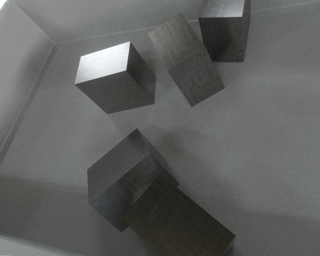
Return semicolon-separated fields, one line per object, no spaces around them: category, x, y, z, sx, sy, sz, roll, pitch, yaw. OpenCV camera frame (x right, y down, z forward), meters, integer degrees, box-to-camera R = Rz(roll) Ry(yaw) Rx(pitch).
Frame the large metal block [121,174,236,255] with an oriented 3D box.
large metal block;0.021;0.097;0.286;0.080;0.080;0.050;36;76;25

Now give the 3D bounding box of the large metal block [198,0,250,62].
large metal block;0.088;-0.144;0.408;0.050;0.080;0.080;6;64;19

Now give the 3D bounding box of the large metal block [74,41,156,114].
large metal block;-0.060;-0.068;0.444;0.080;0.080;0.050;-11;57;22

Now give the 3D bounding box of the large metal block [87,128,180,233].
large metal block;-0.034;0.055;0.354;0.080;0.050;0.080;-40;23;1

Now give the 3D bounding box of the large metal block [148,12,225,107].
large metal block;0.035;-0.088;0.406;0.050;0.080;0.080;-30;52;9
